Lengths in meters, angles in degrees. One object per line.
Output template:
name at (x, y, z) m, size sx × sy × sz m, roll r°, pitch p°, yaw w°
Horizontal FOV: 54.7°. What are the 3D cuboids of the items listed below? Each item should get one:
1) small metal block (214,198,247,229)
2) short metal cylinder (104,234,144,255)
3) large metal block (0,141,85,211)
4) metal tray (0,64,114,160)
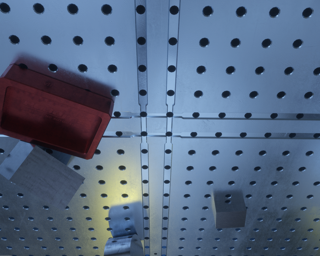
small metal block at (0.121, 0.150, 0.540) m, size 0.050 × 0.025 × 0.050 m, roll -5°, pitch 130°, yaw 3°
short metal cylinder at (-0.066, 0.246, 0.584) m, size 0.050 × 0.080 × 0.080 m, roll -13°, pitch 129°, yaw 11°
large metal block at (-0.163, 0.063, 0.421) m, size 0.080 × 0.050 × 0.080 m, roll 43°, pitch 157°, yaw -30°
metal tray at (-0.135, -0.015, 0.393) m, size 0.131 × 0.030 × 0.089 m, roll 19°, pitch 127°, yaw -16°
